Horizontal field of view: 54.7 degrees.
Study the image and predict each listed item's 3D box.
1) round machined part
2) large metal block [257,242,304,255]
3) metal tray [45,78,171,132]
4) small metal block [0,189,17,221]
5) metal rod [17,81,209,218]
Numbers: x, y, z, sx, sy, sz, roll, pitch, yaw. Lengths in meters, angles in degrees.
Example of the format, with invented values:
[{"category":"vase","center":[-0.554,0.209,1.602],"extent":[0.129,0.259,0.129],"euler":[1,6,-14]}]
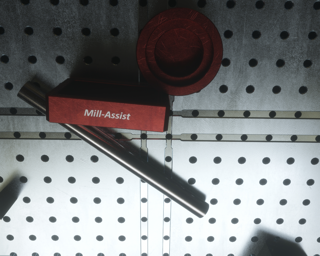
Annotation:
[{"category":"round machined part","center":[0.022,-0.090,0.369],"extent":[0.099,0.042,0.097],"euler":[0,106,0]},{"category":"large metal block","center":[0.191,0.241,0.491],"extent":[0.080,0.050,0.079],"euler":[21,109,-8]},{"category":"metal tray","center":[-0.055,-0.030,0.366],"extent":[0.131,0.090,0.030],"euler":[5,111,-2]},{"category":"small metal block","center":[-0.241,0.124,0.443],"extent":[0.050,0.050,0.025],"euler":[-43,105,14]},{"category":"metal rod","center":[-0.054,0.036,0.426],"extent":[0.301,0.025,0.025],"euler":[36,106,-13]}]
